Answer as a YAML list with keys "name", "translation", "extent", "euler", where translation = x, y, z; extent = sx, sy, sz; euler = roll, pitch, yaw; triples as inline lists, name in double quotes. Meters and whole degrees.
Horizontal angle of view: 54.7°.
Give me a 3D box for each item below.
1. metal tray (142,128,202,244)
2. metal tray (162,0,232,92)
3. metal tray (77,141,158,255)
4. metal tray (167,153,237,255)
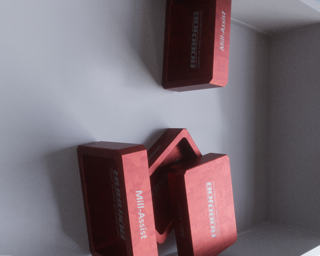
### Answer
- name: "metal tray"
  translation: [0.008, 0.073, 0.411]
  extent: [0.131, 0.030, 0.090]
  euler: [-47, 119, -30]
- name: "metal tray"
  translation: [0.046, -0.116, 0.404]
  extent: [0.030, 0.090, 0.129]
  euler: [5, 87, -40]
- name: "metal tray"
  translation: [-0.047, 0.081, 0.326]
  extent: [0.030, 0.090, 0.129]
  euler: [-10, 97, -40]
- name: "metal tray"
  translation: [0.060, 0.106, 0.417]
  extent: [0.091, 0.030, 0.129]
  euler: [-14, 100, -40]
